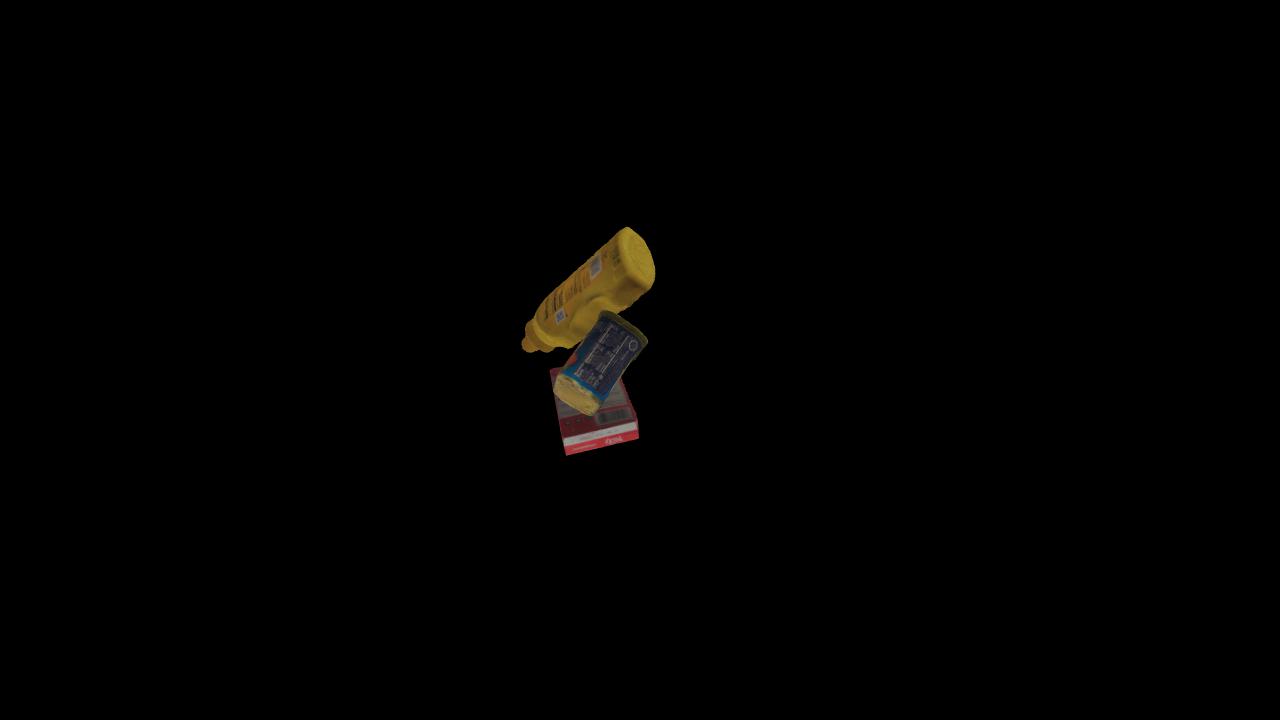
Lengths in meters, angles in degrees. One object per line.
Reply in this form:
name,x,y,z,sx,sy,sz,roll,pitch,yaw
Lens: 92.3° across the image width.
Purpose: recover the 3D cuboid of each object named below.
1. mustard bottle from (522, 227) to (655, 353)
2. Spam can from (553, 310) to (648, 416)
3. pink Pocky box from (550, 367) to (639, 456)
mustard bottle,-0.067,-0.062,0.675,0.184,0.092,0.054,-35,-46,28
Spam can,-0.044,0.007,0.638,0.058,0.085,0.101,34,-17,-1
pink Pocky box,-0.057,0.049,0.723,0.084,0.029,0.155,-12,30,-8
